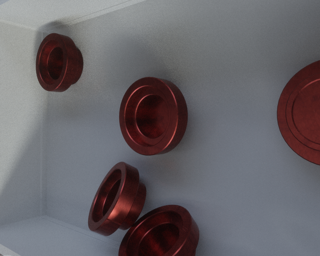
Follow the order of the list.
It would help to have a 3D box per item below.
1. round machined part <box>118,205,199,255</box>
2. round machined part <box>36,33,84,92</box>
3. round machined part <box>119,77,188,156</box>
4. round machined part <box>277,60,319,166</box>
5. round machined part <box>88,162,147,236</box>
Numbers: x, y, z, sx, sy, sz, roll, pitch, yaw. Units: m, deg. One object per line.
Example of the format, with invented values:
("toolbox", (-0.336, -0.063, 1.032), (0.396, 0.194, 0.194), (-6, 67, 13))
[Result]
("round machined part", (0.003, 0.142, 0.369), (0.098, 0.098, 0.042), (-14, 116, 39))
("round machined part", (-0.170, -0.111, 0.537), (0.098, 0.042, 0.097), (0, 90, 40))
("round machined part", (-0.004, -0.015, 0.399), (0.098, 0.042, 0.097), (0, 90, 40))
("round machined part", (0.151, -0.014, 0.271), (0.098, 0.042, 0.097), (0, 90, 40))
("round machined part", (-0.054, 0.099, 0.420), (0.098, 0.042, 0.098), (-48, 24, 30))
